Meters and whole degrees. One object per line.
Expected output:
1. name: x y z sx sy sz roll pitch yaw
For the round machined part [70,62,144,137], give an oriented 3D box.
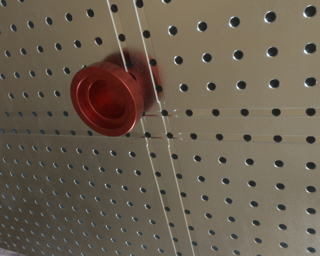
1. round machined part: -0.065 -0.041 0.408 0.098 0.042 0.097 13 124 20
